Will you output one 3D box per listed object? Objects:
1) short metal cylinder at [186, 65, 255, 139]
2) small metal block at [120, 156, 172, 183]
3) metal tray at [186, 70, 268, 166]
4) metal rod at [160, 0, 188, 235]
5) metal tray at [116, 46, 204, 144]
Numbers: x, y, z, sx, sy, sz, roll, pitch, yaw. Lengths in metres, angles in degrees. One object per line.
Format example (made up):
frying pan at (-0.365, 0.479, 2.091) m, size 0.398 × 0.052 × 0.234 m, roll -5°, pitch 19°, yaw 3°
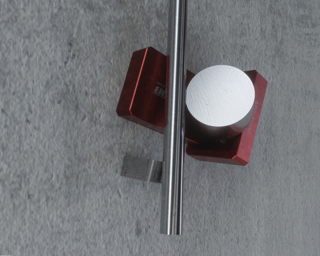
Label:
short metal cylinder at (0.076, -0.031, 0.388) m, size 0.050 × 0.080 × 0.080 m, roll 54°, pitch 51°, yaw -66°
small metal block at (-0.012, 0.052, 0.381) m, size 0.050 × 0.050 × 0.025 m, roll 16°, pitch 80°, yaw -39°
metal tray at (0.095, -0.015, 0.446) m, size 0.030 × 0.090 × 0.130 m, roll 29°, pitch 72°, yaw -37°
metal rod at (0.019, -0.030, 0.373) m, size 0.025 × 0.025 × 0.299 m, roll 14°, pitch 72°, yaw -40°
metal tray at (0.013, -0.039, 0.415) m, size 0.131 × 0.030 × 0.090 m, roll 23°, pitch 75°, yaw -38°
